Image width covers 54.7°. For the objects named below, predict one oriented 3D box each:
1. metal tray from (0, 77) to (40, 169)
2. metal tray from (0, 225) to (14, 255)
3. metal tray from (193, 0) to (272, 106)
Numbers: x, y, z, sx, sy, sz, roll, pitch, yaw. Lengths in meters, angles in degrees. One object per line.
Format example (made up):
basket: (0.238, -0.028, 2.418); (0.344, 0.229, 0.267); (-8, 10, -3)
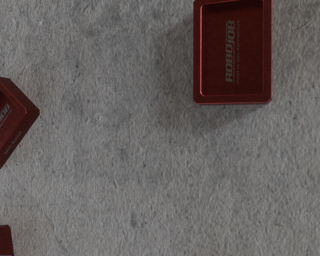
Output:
metal tray: (-0.263, -0.006, 0.496); (0.090, 0.030, 0.130); (43, 103, 14)
metal tray: (-0.303, 0.212, 0.510); (0.130, 0.030, 0.089); (-10, 87, 19)
metal tray: (0.088, -0.093, 0.374); (0.090, 0.030, 0.129); (0, 90, 19)
